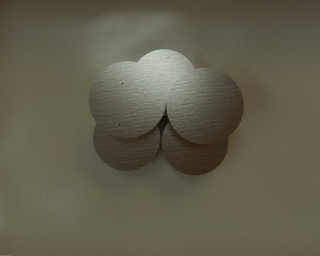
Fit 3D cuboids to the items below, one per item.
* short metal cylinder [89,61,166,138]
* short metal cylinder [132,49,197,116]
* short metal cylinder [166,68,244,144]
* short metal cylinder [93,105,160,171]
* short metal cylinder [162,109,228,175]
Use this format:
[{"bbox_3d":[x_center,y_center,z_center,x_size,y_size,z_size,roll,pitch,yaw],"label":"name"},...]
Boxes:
[{"bbox_3d":[-0.034,-0.030,0.347,0.081,0.050,0.080,0,90,0],"label":"short metal cylinder"},{"bbox_3d":[0.005,-0.055,0.397,0.081,0.050,0.080,0,90,0],"label":"short metal cylinder"},{"bbox_3d":[0.047,-0.023,0.347,0.081,0.050,0.080,0,90,0],"label":"short metal cylinder"},{"bbox_3d":[-0.040,0.011,0.397,0.081,0.050,0.080,0,90,0],"label":"short metal cylinder"},{"bbox_3d":[0.042,0.017,0.397,0.081,0.050,0.080,0,90,0],"label":"short metal cylinder"}]
